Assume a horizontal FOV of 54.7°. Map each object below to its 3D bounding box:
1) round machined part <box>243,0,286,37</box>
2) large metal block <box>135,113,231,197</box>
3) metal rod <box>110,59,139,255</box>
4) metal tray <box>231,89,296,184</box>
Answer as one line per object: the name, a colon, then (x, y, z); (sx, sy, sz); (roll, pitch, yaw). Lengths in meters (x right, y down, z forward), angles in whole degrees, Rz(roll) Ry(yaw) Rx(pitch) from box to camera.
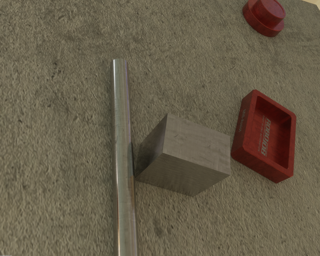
round machined part: (0.233, -0.249, 0.674); (0.099, 0.042, 0.098); (14, 56, -21)
large metal block: (0.025, 0.035, 0.362); (0.080, 0.080, 0.050); (20, 54, -17)
metal rod: (-0.042, 0.043, 0.355); (0.025, 0.025, 0.299); (8, 58, -24)
metal tray: (0.166, 0.010, 0.486); (0.090, 0.030, 0.130); (30, 52, -9)
